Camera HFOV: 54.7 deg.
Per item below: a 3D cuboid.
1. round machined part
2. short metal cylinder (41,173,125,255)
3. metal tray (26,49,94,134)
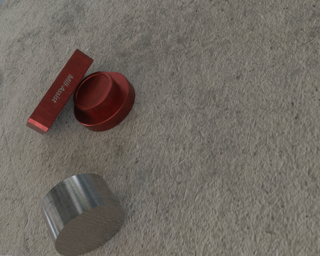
[{"bbox_3d":[-0.091,-0.047,0.469,0.098,0.042,0.098,-13,56,21],"label":"round machined part"},{"bbox_3d":[-0.087,0.099,0.354,0.080,0.080,0.050,-42,51,-1],"label":"short metal cylinder"},{"bbox_3d":[-0.159,-0.054,0.487,0.130,0.030,0.090,-62,20,-16],"label":"metal tray"}]
